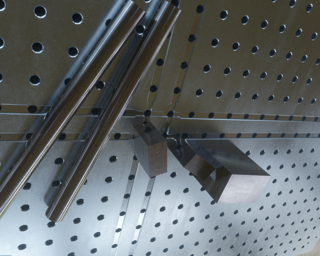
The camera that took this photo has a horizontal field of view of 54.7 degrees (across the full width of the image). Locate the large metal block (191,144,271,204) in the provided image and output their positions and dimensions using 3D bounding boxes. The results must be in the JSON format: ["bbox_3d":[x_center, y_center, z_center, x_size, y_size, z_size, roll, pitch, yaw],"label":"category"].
[{"bbox_3d":[0.105,0.069,0.475,0.081,0.080,0.050,8,115,-32],"label":"large metal block"}]

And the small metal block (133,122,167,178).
[{"bbox_3d":[-0.013,0.028,0.405,0.025,0.050,0.050,-15,125,-20],"label":"small metal block"}]

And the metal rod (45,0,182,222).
[{"bbox_3d":[-0.063,-0.009,0.371,0.025,0.025,0.299,21,107,-36],"label":"metal rod"}]

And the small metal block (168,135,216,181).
[{"bbox_3d":[0.046,0.043,0.446,0.025,0.050,0.050,-48,129,6],"label":"small metal block"}]

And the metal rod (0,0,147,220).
[{"bbox_3d":[-0.114,-0.009,0.343,0.025,0.025,0.299,30,101,-38],"label":"metal rod"}]
